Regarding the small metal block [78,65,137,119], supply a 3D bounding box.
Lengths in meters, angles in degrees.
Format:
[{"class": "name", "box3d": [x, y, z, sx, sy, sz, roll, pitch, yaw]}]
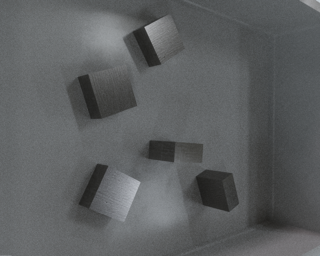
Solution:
[{"class": "small metal block", "box3d": [-0.060, -0.042, 0.358, 0.050, 0.025, 0.050, -24, 106, -38]}]

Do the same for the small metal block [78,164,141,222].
[{"class": "small metal block", "box3d": [-0.057, 0.075, 0.360, 0.050, 0.025, 0.050, 35, 68, -35]}]

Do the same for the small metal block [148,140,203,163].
[{"class": "small metal block", "box3d": [0.021, 0.031, 0.410, 0.050, 0.050, 0.025, 6, 86, -40]}]

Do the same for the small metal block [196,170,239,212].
[{"class": "small metal block", "box3d": [0.086, 0.093, 0.466, 0.025, 0.050, 0.050, -25, 106, -38]}]

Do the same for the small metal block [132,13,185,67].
[{"class": "small metal block", "box3d": [0.000, -0.115, 0.408, 0.050, 0.025, 0.050, -40, 115, -33]}]
